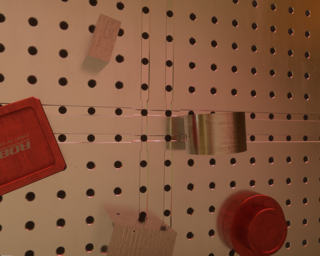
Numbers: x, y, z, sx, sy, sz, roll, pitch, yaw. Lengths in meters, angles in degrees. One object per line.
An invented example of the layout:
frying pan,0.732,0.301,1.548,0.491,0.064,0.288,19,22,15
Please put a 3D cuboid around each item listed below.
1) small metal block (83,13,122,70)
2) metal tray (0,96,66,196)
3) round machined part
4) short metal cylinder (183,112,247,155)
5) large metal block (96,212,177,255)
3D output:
small metal block,-0.071,-0.102,0.373,0.025,0.050,0.050,18,84,-19
metal tray,-0.183,0.028,0.342,0.131,0.030,0.090,-22,98,-19
round machined part,0.147,0.148,0.458,0.099,0.042,0.097,0,90,-20
short metal cylinder,0.072,0.006,0.410,0.081,0.080,0.050,-4,92,-20
large metal block,-0.033,0.158,0.387,0.081,0.050,0.080,15,85,-20
